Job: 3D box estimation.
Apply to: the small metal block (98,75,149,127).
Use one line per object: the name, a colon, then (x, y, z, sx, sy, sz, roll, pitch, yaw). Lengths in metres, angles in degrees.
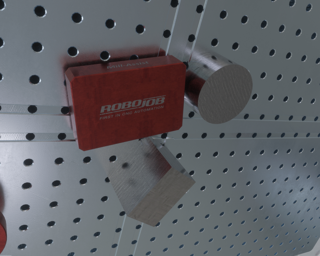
small metal block: (-0.041, -0.036, 0.367, 0.050, 0.025, 0.050, -23, 127, -15)

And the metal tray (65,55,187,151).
metal tray: (-0.036, -0.031, 0.360, 0.131, 0.030, 0.089, -12, 124, -22)

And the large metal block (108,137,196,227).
large metal block: (-0.014, 0.067, 0.410, 0.080, 0.080, 0.050, -48, 129, 6)

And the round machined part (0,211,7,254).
round machined part: (-0.228, 0.117, 0.348, 0.099, 0.042, 0.097, -14, 124, -21)

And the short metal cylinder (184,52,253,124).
short metal cylinder: (0.071, -0.052, 0.402, 0.081, 0.050, 0.079, -14, 124, -21)
